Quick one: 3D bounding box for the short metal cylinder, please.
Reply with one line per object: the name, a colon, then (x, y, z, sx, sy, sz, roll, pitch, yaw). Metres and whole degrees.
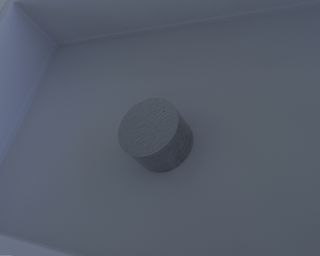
short metal cylinder: (-0.005, 0.009, 0.387, 0.080, 0.050, 0.080, -13, 56, 21)
